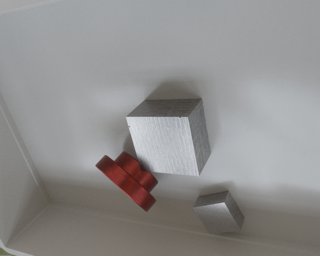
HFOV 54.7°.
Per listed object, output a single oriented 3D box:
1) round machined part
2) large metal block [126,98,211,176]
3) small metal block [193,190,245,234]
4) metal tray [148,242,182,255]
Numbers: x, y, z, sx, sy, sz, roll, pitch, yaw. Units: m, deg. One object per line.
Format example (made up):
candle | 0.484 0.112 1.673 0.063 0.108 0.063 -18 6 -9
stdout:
round machined part | -0.041 0.071 0.441 0.098 0.042 0.098 40 167 12
large metal block | 0.013 0.010 0.391 0.080 0.050 0.079 1 119 27
small metal block | 0.083 0.120 0.438 0.050 0.025 0.050 -21 108 35
metal tray | 0.007 0.275 0.572 0.090 0.030 0.129 34 129 5
